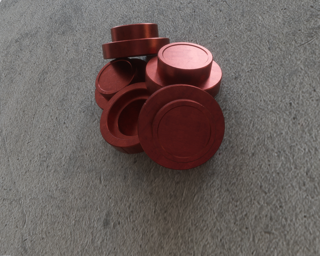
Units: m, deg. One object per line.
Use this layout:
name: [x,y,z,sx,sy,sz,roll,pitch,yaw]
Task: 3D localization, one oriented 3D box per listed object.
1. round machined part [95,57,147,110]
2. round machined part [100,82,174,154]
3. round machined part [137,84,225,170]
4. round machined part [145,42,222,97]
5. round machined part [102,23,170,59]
round machined part: [-0.057,-0.067,0.465,0.098,0.042,0.098,-13,56,20]
round machined part: [-0.027,-0.009,0.413,0.098,0.042,0.098,-13,56,20]
round machined part: [0.024,0.001,0.345,0.098,0.098,0.042,-37,10,3]
round machined part: [0.031,-0.075,0.395,0.099,0.042,0.098,2,43,-2]
round machined part: [-0.035,-0.126,0.451,0.098,0.099,0.042,1,104,28]
